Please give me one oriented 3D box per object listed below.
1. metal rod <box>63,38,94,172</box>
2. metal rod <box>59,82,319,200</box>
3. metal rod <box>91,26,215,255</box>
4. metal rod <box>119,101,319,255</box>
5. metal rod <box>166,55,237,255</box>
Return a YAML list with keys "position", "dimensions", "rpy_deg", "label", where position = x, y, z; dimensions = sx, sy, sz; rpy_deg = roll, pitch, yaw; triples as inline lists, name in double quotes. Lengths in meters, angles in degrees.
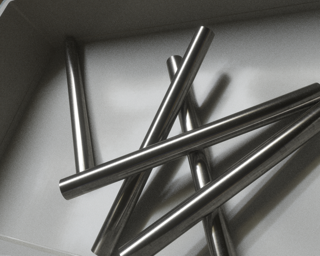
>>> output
- position: [-0.135, -0.048, 0.503]
  dimensions: [0.025, 0.025, 0.299]
  rpy_deg: [-26, 53, 11]
  label: "metal rod"
- position: [0.034, 0.016, 0.343]
  dimensions: [0.301, 0.025, 0.025]
  rpy_deg: [-21, 53, 2]
  label: "metal rod"
- position: [-0.004, 0.010, 0.376]
  dimensions: [0.025, 0.025, 0.299]
  rpy_deg: [19, 79, 35]
  label: "metal rod"
- position: [0.091, 0.039, 0.309]
  dimensions: [0.301, 0.025, 0.025]
  rpy_deg: [-35, 51, -5]
  label: "metal rod"
- position: [0.043, 0.024, 0.367]
  dimensions: [0.025, 0.025, 0.299]
  rpy_deg: [-21, 54, 15]
  label: "metal rod"
